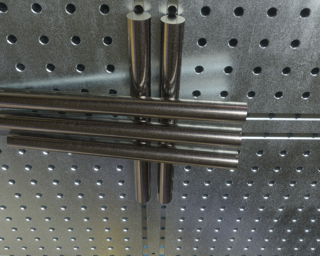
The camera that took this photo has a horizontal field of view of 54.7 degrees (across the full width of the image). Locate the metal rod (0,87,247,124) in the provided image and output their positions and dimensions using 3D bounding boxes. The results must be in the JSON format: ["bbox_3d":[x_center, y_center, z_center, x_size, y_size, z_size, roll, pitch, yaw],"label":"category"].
[{"bbox_3d":[-0.055,-0.027,0.361,0.302,0.025,0.025,4,131,6],"label":"metal rod"}]

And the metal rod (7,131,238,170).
[{"bbox_3d":[-0.052,0.028,0.407,0.302,0.025,0.025,5,131,6],"label":"metal rod"}]

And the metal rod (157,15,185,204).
[{"bbox_3d":[0.010,0.002,0.414,0.025,0.025,0.298,1,130,-1],"label":"metal rod"}]

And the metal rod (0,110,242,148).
[{"bbox_3d":[-0.054,0.000,0.384,0.302,0.025,0.025,4,131,6],"label":"metal rod"}]

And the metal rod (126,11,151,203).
[{"bbox_3d":[-0.025,-0.001,0.411,0.025,0.025,0.298,1,130,-1],"label":"metal rod"}]
